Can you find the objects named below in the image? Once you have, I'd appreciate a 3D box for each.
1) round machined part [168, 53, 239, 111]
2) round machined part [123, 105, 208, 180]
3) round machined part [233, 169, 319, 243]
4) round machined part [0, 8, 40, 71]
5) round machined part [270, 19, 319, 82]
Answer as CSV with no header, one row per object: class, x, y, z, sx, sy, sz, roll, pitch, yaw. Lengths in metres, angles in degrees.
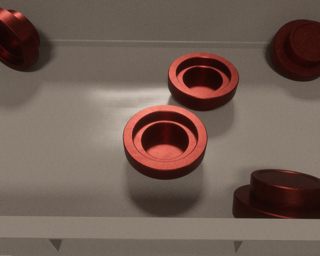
round machined part,0.061,-0.062,0.447,0.099,0.042,0.098,0,50,0
round machined part,0.006,0.021,0.376,0.099,0.042,0.098,0,50,0
round machined part,0.123,0.069,0.303,0.099,0.042,0.098,3,7,0
round machined part,-0.224,-0.139,0.472,0.098,0.097,0.042,21,53,16
round machined part,0.225,-0.125,0.476,0.099,0.042,0.098,0,77,0
